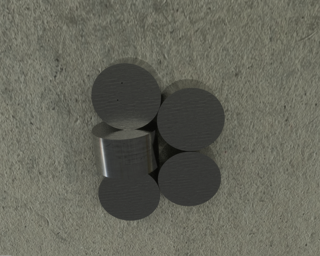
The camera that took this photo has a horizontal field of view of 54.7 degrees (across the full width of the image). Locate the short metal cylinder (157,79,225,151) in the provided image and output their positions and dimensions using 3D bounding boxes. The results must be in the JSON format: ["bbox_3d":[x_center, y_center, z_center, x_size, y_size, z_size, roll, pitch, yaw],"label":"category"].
[{"bbox_3d":[0.037,-0.018,0.391,0.081,0.050,0.079,0,111,0],"label":"short metal cylinder"}]

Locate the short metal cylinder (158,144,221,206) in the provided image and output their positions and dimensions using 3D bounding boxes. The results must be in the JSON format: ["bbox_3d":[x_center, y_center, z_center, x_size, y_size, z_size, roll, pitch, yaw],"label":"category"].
[{"bbox_3d":[0.038,0.057,0.418,0.080,0.050,0.079,0,111,1],"label":"short metal cylinder"}]

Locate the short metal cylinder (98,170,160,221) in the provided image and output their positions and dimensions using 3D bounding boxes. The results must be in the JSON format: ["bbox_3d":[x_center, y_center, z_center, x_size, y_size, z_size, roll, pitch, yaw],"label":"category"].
[{"bbox_3d":[-0.040,0.079,0.426,0.080,0.050,0.079,0,110,1],"label":"short metal cylinder"}]

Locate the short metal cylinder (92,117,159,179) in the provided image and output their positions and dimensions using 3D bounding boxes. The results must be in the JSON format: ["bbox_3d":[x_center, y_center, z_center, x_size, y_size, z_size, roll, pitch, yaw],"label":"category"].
[{"bbox_3d":[-0.042,0.022,0.389,0.080,0.080,0.050,-3,110,1],"label":"short metal cylinder"}]

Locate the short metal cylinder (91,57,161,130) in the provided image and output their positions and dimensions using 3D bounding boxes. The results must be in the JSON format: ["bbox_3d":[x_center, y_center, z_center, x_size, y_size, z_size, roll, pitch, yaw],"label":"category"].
[{"bbox_3d":[-0.039,-0.044,0.381,0.080,0.050,0.079,0,110,1],"label":"short metal cylinder"}]
